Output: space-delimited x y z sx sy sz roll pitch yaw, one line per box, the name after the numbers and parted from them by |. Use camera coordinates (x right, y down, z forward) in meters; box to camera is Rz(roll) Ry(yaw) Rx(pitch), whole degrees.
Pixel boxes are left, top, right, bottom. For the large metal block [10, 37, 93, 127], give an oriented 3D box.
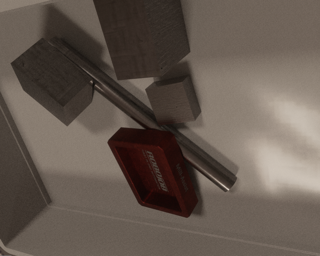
-0.137 -0.056 0.406 0.080 0.050 0.080 40 159 1 | large metal block

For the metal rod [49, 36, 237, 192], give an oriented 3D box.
-0.026 -0.019 0.408 0.300 0.025 0.025 38 129 2 | metal rod

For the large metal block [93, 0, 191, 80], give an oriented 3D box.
-0.013 -0.102 0.316 0.050 0.080 0.080 0 118 28 | large metal block

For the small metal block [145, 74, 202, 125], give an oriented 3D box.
0.017 -0.033 0.378 0.050 0.025 0.050 -7 115 31 | small metal block

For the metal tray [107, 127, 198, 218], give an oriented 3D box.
-0.008 0.061 0.425 0.090 0.030 0.129 4 129 35 | metal tray
